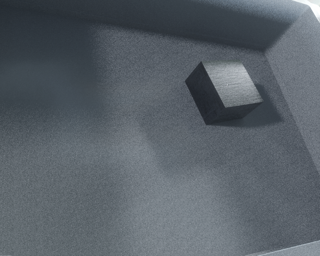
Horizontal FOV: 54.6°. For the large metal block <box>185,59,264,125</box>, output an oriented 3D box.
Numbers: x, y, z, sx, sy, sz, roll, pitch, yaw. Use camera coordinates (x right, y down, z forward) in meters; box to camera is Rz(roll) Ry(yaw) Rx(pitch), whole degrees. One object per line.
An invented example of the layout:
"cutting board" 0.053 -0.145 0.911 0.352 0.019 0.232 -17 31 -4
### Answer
"large metal block" 0.097 -0.057 0.476 0.081 0.050 0.080 -10 67 -32
